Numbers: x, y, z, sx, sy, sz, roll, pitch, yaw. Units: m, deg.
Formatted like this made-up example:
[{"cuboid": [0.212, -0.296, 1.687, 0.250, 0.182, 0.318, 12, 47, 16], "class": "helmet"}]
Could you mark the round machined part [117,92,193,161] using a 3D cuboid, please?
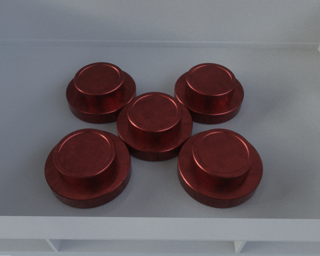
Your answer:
[{"cuboid": [-0.007, -0.009, 0.399, 0.099, 0.042, 0.098, 0, 50, 0], "class": "round machined part"}]

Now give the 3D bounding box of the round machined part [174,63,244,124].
[{"cuboid": [0.070, -0.055, 0.440, 0.099, 0.042, 0.098, 0, 50, 0], "class": "round machined part"}]

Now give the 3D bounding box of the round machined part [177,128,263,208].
[{"cuboid": [0.070, 0.039, 0.361, 0.099, 0.042, 0.098, 0, 50, 0], "class": "round machined part"}]

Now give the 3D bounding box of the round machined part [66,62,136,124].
[{"cuboid": [-0.084, -0.056, 0.438, 0.099, 0.042, 0.098, 0, 50, 0], "class": "round machined part"}]

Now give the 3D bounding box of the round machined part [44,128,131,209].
[{"cuboid": [-0.083, 0.039, 0.358, 0.099, 0.042, 0.098, 0, 50, 0], "class": "round machined part"}]
